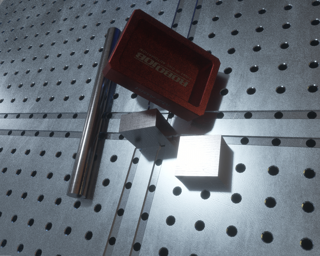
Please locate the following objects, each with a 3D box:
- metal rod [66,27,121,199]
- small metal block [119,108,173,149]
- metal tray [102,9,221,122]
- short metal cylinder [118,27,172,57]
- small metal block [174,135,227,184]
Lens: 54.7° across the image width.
[{"bbox_3d":[-0.096,-0.041,0.481,0.025,0.025,0.299,-8,58,24],"label":"metal rod"},{"bbox_3d":[-0.017,0.002,0.399,0.050,0.050,0.025,-10,58,23],"label":"small metal block"},{"bbox_3d":[0.006,-0.076,0.389,0.030,0.131,0.090,-27,39,62],"label":"metal tray"},{"bbox_3d":[-0.026,-0.096,0.448,0.080,0.050,0.080,-25,51,37],"label":"short metal cylinder"},{"bbox_3d":[0.048,0.037,0.360,0.050,0.025,0.050,-3,60,26],"label":"small metal block"}]
